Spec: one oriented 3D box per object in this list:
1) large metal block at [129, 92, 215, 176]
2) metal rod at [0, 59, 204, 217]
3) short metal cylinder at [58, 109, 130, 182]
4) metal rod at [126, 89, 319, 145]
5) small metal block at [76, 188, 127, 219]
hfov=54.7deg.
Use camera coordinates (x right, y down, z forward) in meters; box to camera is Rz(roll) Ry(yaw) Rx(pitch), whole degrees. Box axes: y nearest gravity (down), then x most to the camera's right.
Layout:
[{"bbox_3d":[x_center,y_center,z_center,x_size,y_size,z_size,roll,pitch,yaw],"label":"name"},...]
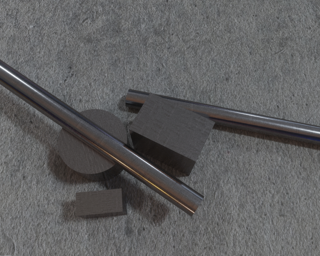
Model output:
[{"bbox_3d":[0.013,0.011,0.375,0.080,0.080,0.050,26,72,8],"label":"large metal block"},{"bbox_3d":[-0.084,0.002,0.353,0.301,0.025,0.025,33,73,11],"label":"metal rod"},{"bbox_3d":[-0.079,0.023,0.386,0.081,0.050,0.080,0,70,0],"label":"short metal cylinder"},{"bbox_3d":[0.104,-0.011,0.413,0.302,0.025,0.025,11,70,3],"label":"metal rod"},{"bbox_3d":[-0.067,0.089,0.361,0.050,0.050,0.025,-5,70,-2],"label":"small metal block"}]
